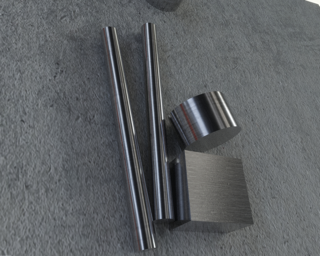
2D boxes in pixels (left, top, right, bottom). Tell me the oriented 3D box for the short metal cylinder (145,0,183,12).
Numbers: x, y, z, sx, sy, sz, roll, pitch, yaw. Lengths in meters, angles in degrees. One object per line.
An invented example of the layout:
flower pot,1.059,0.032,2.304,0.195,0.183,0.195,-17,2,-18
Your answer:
short metal cylinder,0.010,-0.254,0.549,0.081,0.050,0.080,14,56,-21

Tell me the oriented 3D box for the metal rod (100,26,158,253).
metal rod,-0.044,-0.006,0.383,0.025,0.025,0.299,2,61,-28

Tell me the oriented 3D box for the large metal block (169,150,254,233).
large metal block,0.056,0.078,0.370,0.081,0.050,0.080,11,57,-23

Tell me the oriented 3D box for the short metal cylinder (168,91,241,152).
short metal cylinder,0.057,-0.004,0.402,0.081,0.080,0.050,-9,67,-32

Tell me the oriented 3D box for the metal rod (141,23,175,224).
metal rod,-0.007,-0.027,0.416,0.025,0.025,0.299,9,58,-23
